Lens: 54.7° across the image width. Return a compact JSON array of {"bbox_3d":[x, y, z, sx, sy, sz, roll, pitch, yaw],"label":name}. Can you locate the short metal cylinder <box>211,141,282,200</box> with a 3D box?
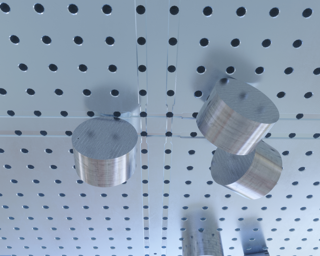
[{"bbox_3d":[0.115,0.050,0.419,0.050,0.080,0.080,30,124,-23],"label":"short metal cylinder"}]

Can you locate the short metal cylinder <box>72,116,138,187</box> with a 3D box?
[{"bbox_3d":[-0.070,0.029,0.400,0.081,0.080,0.050,4,130,-3],"label":"short metal cylinder"}]

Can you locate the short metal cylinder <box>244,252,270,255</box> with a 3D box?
[{"bbox_3d":[0.207,0.299,0.632,0.050,0.080,0.080,-14,129,11],"label":"short metal cylinder"}]

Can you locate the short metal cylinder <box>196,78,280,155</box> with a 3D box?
[{"bbox_3d":[0.090,-0.015,0.364,0.081,0.080,0.050,16,128,-13],"label":"short metal cylinder"}]

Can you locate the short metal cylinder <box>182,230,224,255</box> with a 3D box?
[{"bbox_3d":[0.084,0.244,0.604,0.081,0.050,0.079,0,130,0],"label":"short metal cylinder"}]
